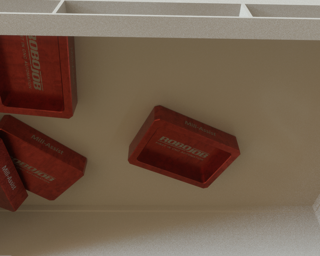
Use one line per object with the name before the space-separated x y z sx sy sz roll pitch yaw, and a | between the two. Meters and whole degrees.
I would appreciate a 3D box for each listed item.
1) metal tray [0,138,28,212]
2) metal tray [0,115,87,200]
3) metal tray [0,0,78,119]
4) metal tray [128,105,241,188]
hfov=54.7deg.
metal tray | -0.244 0.056 0.424 0.090 0.030 0.129 14 134 14
metal tray | -0.184 0.048 0.444 0.130 0.030 0.090 35 121 -27
metal tray | -0.142 -0.073 0.341 0.091 0.030 0.129 5 130 -5
metal tray | 0.032 0.031 0.432 0.131 0.030 0.089 21 127 -18
